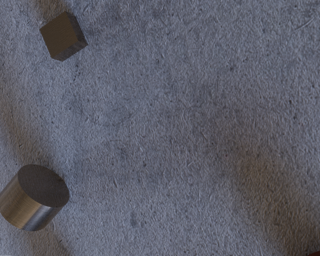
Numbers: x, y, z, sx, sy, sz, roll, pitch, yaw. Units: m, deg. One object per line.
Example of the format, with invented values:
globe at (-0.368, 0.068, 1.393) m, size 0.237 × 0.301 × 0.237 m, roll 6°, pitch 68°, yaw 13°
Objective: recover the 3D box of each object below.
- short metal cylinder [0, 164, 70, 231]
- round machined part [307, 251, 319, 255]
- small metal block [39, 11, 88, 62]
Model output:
short metal cylinder at (-0.178, 0.098, 0.441) m, size 0.080 × 0.080 × 0.050 m, roll 46°, pitch 104°, yaw 14°
round machined part at (0.191, 0.179, 0.333) m, size 0.098 × 0.042 × 0.097 m, roll 0°, pitch 90°, yaw 19°
small metal block at (-0.142, -0.134, 0.458) m, size 0.050 × 0.025 × 0.050 m, roll -27°, pitch 81°, yaw 17°
